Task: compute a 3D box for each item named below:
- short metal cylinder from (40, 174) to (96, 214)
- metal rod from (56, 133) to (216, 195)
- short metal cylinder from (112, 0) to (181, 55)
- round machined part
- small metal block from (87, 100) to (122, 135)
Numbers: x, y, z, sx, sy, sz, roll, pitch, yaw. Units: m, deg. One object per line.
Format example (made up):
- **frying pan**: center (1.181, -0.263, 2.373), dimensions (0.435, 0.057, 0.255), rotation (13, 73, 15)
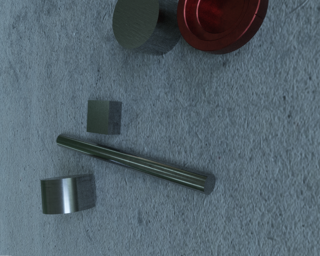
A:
- **short metal cylinder**: center (-0.144, 0.102, 0.488), dimensions (0.080, 0.081, 0.050), rotation (-9, 84, 39)
- **metal rod**: center (-0.057, 0.043, 0.451), dimensions (0.300, 0.025, 0.025), rotation (11, 97, 39)
- **short metal cylinder**: center (-0.016, -0.138, 0.402), dimensions (0.080, 0.050, 0.079), rotation (0, 90, 40)
- **round machined part**: center (0.070, -0.129, 0.336), dimensions (0.098, 0.042, 0.097), rotation (0, 90, 40)
- **small metal block**: center (-0.086, -0.017, 0.476), dimensions (0.050, 0.025, 0.050), rotation (6, 94, 39)
